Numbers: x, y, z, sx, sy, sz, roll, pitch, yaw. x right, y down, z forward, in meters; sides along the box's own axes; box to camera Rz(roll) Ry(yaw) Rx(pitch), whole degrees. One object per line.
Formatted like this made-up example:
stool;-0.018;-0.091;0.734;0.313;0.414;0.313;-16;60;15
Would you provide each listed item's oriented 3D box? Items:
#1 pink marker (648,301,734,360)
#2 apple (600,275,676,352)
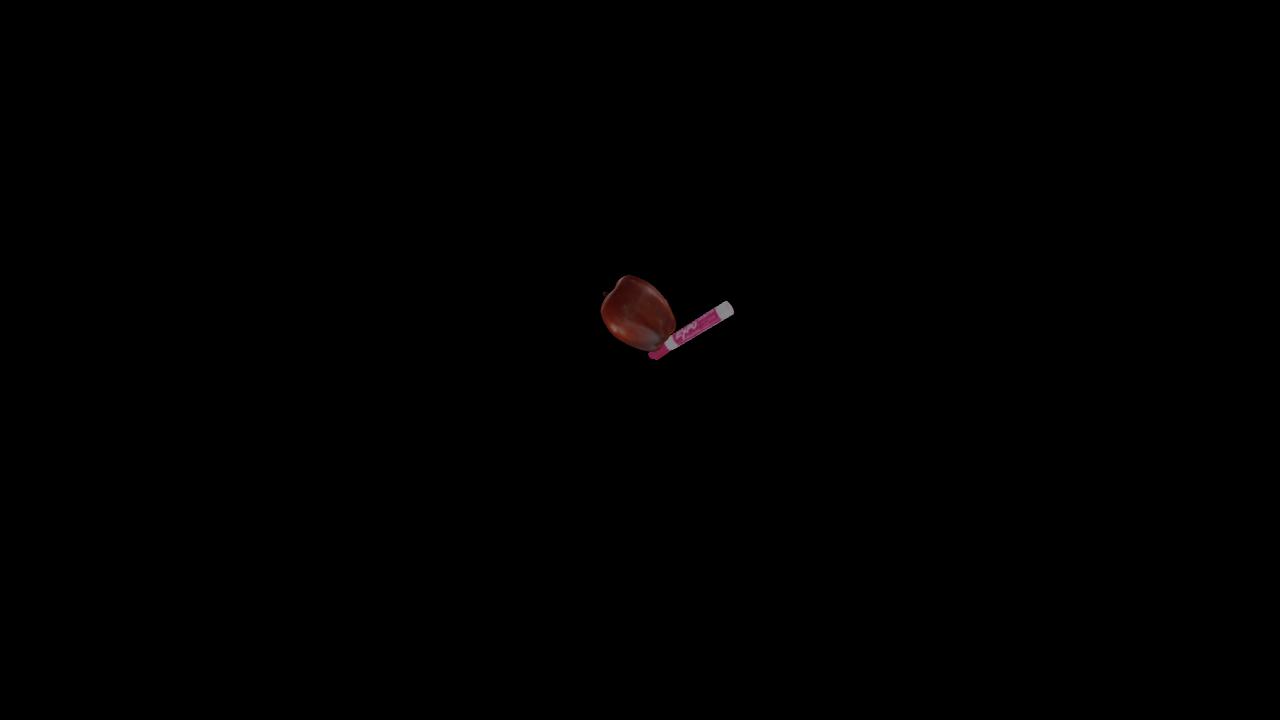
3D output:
pink marker;0.059;-0.034;0.750;0.121;0.020;0.020;-32;-15;25
apple;-0.003;-0.054;0.714;0.093;0.079;0.079;37;2;3
